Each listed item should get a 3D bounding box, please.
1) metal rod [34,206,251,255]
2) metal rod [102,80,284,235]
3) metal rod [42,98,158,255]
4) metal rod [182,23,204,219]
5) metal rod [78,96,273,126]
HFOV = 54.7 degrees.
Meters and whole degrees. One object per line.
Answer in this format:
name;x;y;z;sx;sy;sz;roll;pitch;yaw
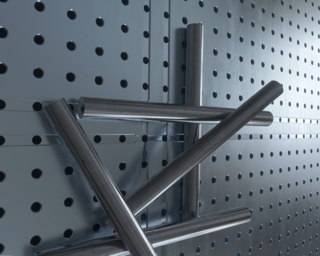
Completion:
metal rod;0.003;0.134;0.391;0.303;0.025;0.025;-1;91;-33
metal rod;0.055;0.028;0.407;0.301;0.025;0.025;-37;114;-17
metal rod;-0.038;0.104;0.339;0.025;0.025;0.299;-34;99;-35
metal rod;0.048;0.000;0.451;0.025;0.025;0.298;2;89;-40
metal rod;0.043;-0.019;0.417;0.303;0.025;0.025;2;89;-31
